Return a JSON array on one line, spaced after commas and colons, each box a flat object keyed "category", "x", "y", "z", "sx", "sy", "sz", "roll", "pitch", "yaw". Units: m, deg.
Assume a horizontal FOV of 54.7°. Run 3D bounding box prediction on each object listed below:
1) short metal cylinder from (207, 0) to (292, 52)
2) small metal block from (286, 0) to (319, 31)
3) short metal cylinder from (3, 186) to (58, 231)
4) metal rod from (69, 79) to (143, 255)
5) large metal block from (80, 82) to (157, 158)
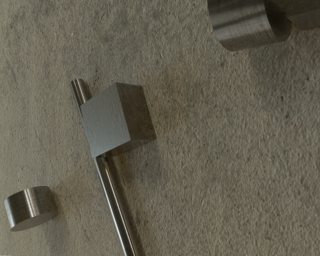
[{"category": "short metal cylinder", "x": 0.088, "y": -0.118, "z": 0.296, "sx": 0.050, "sy": 0.081, "sz": 0.079, "roll": -3, "pitch": 88, "yaw": 40}, {"category": "small metal block", "x": 0.144, "y": -0.109, "z": 0.270, "sx": 0.050, "sy": 0.050, "sz": 0.025, "roll": -3, "pitch": 89, "yaw": 39}, {"category": "short metal cylinder", "x": -0.231, "y": 0.145, "z": 0.556, "sx": 0.080, "sy": 0.081, "sz": 0.050, "roll": -39, "pitch": 66, "yaw": 33}, {"category": "metal rod", "x": -0.085, "y": 0.058, "z": 0.472, "sx": 0.025, "sy": 0.025, "sz": 0.299, "roll": -34, "pitch": 69, "yaw": 34}, {"category": "large metal block", "x": -0.060, "y": -0.009, "z": 0.436, "sx": 0.080, "sy": 0.050, "sz": 0.080, "roll": -26, "pitch": 74, "yaw": 37}]
